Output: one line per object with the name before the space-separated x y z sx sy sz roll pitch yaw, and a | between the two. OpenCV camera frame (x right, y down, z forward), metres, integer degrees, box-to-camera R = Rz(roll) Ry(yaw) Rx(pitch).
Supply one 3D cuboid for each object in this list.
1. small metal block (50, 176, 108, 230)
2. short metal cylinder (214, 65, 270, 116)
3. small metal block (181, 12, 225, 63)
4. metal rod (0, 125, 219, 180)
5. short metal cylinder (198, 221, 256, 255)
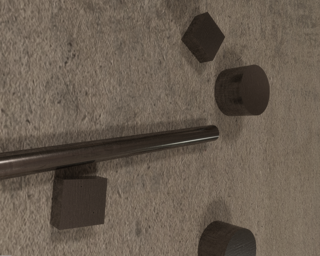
small metal block | -0.087 0.078 0.334 0.050 0.025 0.050 6 86 -40
short metal cylinder | 0.134 -0.059 0.504 0.081 0.050 0.079 0 90 -40
small metal block | 0.065 -0.134 0.462 0.050 0.025 0.050 43 64 -32
metal rod | -0.034 0.021 0.377 0.302 0.025 0.025 -7 95 -40
short metal cylinder | 0.105 0.190 0.480 0.081 0.050 0.079 0 90 -40
